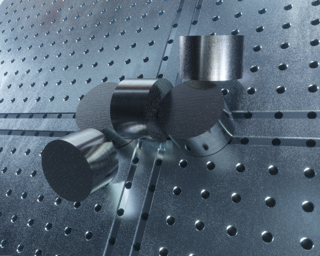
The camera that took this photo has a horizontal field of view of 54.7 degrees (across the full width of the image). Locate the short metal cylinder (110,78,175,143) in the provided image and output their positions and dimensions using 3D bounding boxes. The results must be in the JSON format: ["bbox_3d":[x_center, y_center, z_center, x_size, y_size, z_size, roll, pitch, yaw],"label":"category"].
[{"bbox_3d":[-0.018,-0.023,0.395,0.050,0.080,0.080,5,64,30],"label":"short metal cylinder"}]

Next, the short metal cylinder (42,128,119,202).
[{"bbox_3d":[-0.100,0.045,0.389,0.080,0.050,0.079,9,110,26],"label":"short metal cylinder"}]

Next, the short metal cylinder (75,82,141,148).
[{"bbox_3d":[-0.070,-0.018,0.437,0.080,0.050,0.080,-13,56,20],"label":"short metal cylinder"}]

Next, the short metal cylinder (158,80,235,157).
[{"bbox_3d":[0.045,-0.012,0.374,0.080,0.050,0.080,-13,56,20],"label":"short metal cylinder"}]

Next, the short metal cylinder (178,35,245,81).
[{"bbox_3d":[0.063,-0.088,0.385,0.080,0.081,0.050,9,108,32],"label":"short metal cylinder"}]
